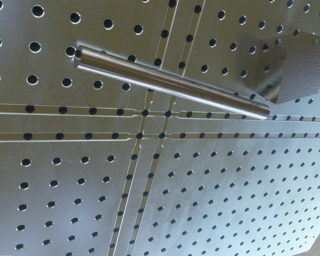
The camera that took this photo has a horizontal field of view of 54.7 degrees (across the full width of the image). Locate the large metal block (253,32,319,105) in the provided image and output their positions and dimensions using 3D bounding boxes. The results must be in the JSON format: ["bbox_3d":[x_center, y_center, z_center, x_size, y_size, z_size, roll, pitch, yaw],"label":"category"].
[{"bbox_3d":[0.188,-0.087,0.446,0.081,0.050,0.079,-15,125,-20],"label":"large metal block"}]

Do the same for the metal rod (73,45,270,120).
[{"bbox_3d":[0.039,-0.049,0.403,0.302,0.025,0.025,11,113,-34],"label":"metal rod"}]
